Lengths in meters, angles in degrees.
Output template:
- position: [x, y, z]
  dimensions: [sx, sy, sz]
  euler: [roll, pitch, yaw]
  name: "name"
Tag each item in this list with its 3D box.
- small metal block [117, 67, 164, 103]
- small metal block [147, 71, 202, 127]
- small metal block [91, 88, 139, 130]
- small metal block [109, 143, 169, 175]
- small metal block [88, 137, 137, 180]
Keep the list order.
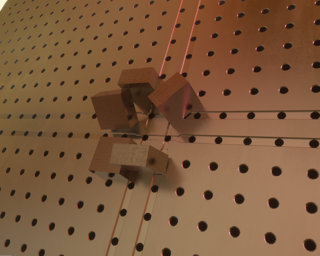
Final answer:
- position: [-0.024, -0.060, 0.442]
  dimensions: [0.050, 0.050, 0.025]
  euler: [1, 62, 29]
  name: "small metal block"
- position: [0.020, -0.037, 0.405]
  dimensions: [0.050, 0.050, 0.025]
  euler: [-40, 51, 2]
  name: "small metal block"
- position: [-0.064, -0.026, 0.440]
  dimensions: [0.050, 0.050, 0.025]
  euler: [-3, 22, 26]
  name: "small metal block"
- position: [-0.025, 0.038, 0.380]
  dimensions: [0.050, 0.050, 0.025]
  euler: [1, 73, 29]
  name: "small metal block"
- position: [-0.061, 0.040, 0.417]
  dimensions: [0.050, 0.025, 0.050]
  euler: [1, 62, 29]
  name: "small metal block"
